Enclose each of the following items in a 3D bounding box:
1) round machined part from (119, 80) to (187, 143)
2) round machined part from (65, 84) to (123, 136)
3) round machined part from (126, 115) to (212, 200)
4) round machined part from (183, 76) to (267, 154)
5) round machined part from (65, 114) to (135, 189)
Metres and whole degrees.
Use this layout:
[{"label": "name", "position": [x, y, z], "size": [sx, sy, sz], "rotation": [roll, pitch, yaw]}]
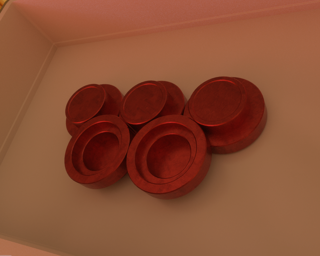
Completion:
[{"label": "round machined part", "position": [-0.014, -0.024, 0.414], "size": [0.098, 0.042, 0.098], "rotation": [-14, 55, 21]}, {"label": "round machined part", "position": [-0.100, -0.027, 0.460], "size": [0.098, 0.042, 0.098], "rotation": [-13, 56, 20]}, {"label": "round machined part", "position": [0.013, 0.036, 0.363], "size": [0.098, 0.042, 0.098], "rotation": [-13, 56, 21]}, {"label": "round machined part", "position": [0.072, -0.022, 0.367], "size": [0.098, 0.042, 0.098], "rotation": [-14, 55, 21]}, {"label": "round machined part", "position": [-0.073, 0.034, 0.410], "size": [0.098, 0.042, 0.098], "rotation": [-13, 56, 21]}]
